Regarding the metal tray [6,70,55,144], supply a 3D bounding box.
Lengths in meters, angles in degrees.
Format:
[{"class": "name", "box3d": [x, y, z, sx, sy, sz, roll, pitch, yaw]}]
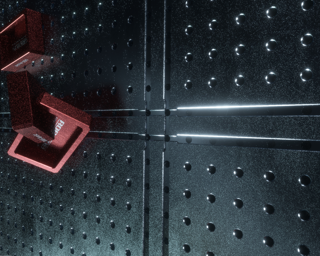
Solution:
[{"class": "metal tray", "box3d": [-0.203, -0.026, 0.509, 0.030, 0.130, 0.090, -13, 75, -3]}]

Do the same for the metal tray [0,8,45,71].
[{"class": "metal tray", "box3d": [-0.290, -0.178, 0.641, 0.130, 0.030, 0.089, -12, 82, 39]}]

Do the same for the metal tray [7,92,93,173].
[{"class": "metal tray", "box3d": [-0.182, 0.012, 0.513, 0.129, 0.090, 0.030, -47, 27, 29]}]
